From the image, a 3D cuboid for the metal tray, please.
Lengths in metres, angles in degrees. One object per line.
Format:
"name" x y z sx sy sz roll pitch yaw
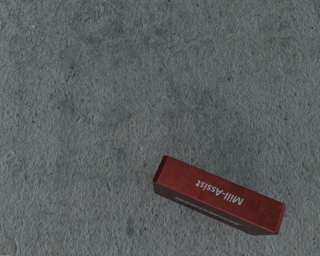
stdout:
"metal tray" 0.058 0.078 0.345 0.130 0.090 0.030 22 72 7
